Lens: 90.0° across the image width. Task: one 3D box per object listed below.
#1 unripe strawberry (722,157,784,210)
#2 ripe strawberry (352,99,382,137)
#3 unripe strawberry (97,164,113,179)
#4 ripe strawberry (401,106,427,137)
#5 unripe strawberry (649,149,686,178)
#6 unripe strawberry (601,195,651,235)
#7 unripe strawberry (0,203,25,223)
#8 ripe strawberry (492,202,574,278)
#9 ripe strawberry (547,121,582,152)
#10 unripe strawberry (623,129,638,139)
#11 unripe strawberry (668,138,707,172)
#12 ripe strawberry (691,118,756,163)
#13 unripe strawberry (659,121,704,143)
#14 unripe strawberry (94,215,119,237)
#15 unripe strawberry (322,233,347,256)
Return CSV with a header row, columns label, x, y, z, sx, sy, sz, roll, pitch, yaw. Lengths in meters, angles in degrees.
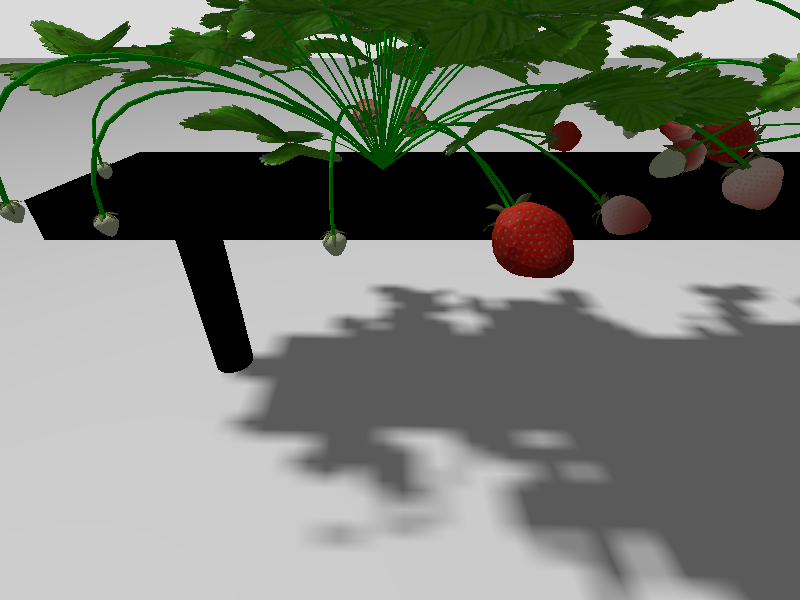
label,x,y,z,sx,sy,sz,roll,pitch,yaw
unripe strawberry,0.229,-0.073,0.259,0.032,0.033,0.030,-33,13,36
ripe strawberry,-0.035,-0.210,0.460,0.039,0.041,0.042,-4,32,-7
unripe strawberry,-0.227,-0.099,0.308,0.010,0.011,0.011,-5,33,-8
ripe strawberry,0.016,-0.204,0.458,0.031,0.033,0.034,6,33,10
unripe strawberry,0.207,-0.105,0.312,0.022,0.022,0.024,-33,32,12
unripe strawberry,0.124,-0.046,0.220,0.024,0.021,0.024,-28,46,-36
unripe strawberry,-0.190,-0.043,0.197,0.010,0.010,0.011,-26,41,-35
ripe strawberry,0.060,-0.025,0.177,0.037,0.032,0.037,-12,48,-18
ripe strawberry,0.161,-0.160,0.390,0.032,0.028,0.032,-11,34,-17
unripe strawberry,0.251,-0.184,0.436,0.017,0.016,0.015,19,37,27
unripe strawberry,0.233,-0.119,0.329,0.026,0.026,0.029,-2,33,-2
ripe strawberry,0.284,-0.143,0.354,0.045,0.038,0.044,5,33,8
unripe strawberry,0.296,-0.183,0.416,0.045,0.038,0.045,21,38,30
unripe strawberry,-0.148,-0.038,0.203,0.010,0.011,0.011,24,40,33
unripe strawberry,-0.030,-0.026,0.187,0.011,0.011,0.010,3,33,4
